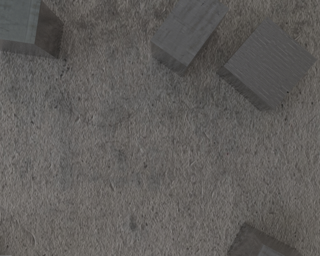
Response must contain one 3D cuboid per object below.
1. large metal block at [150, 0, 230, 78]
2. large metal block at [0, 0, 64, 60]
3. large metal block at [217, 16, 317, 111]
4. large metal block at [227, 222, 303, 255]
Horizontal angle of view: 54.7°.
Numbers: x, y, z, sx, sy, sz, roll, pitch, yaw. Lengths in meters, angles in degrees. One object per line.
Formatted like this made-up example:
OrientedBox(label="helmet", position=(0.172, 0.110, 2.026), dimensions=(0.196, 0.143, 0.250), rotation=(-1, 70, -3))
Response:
OrientedBox(label="large metal block", position=(0.033, -0.115, 0.382), dimensions=(0.050, 0.080, 0.080), rotation=(36, 90, 0))
OrientedBox(label="large metal block", position=(-0.175, -0.123, 0.381), dimensions=(0.080, 0.080, 0.050), rotation=(8, 90, 0))
OrientedBox(label="large metal block", position=(0.133, -0.079, 0.398), dimensions=(0.080, 0.050, 0.080), rotation=(41, 90, 0))
OrientedBox(label="large metal block", position=(0.138, 0.169, 0.384), dimensions=(0.080, 0.080, 0.050), rotation=(28, 90, 0))
